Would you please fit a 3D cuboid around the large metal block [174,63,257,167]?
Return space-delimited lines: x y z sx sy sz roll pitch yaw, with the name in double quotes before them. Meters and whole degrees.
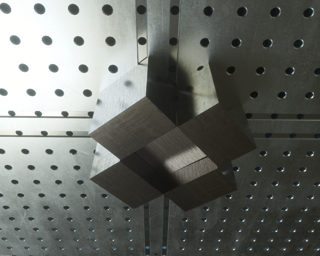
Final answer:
"large metal block" 0.063 -0.015 0.363 0.050 0.080 0.080 -32 124 23

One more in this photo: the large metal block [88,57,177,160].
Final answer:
"large metal block" -0.029 -0.023 0.356 0.080 0.080 0.050 -31 124 24

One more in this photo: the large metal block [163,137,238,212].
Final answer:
"large metal block" 0.051 0.055 0.424 0.080 0.080 0.050 -30 124 23

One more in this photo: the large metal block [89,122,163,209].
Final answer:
"large metal block" -0.041 0.047 0.415 0.050 0.080 0.080 -32 124 24

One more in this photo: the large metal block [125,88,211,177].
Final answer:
"large metal block" 0.012 0.007 0.400 0.080 0.050 0.080 -30 123 25
